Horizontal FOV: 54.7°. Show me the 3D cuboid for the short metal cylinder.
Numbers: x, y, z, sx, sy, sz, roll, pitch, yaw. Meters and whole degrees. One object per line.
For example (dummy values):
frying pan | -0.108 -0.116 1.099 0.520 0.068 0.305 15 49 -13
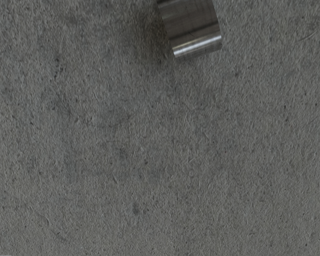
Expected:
short metal cylinder | 0.030 -0.116 0.338 0.050 0.080 0.080 -19 109 7
